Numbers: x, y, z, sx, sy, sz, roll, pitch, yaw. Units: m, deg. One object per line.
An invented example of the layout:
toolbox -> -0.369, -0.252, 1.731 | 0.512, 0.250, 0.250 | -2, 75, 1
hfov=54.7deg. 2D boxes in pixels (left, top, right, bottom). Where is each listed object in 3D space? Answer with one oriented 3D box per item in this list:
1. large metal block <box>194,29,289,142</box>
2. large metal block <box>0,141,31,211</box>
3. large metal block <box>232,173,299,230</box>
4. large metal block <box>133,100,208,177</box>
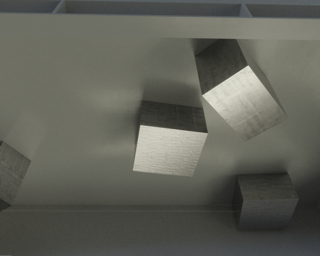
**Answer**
large metal block -> 0.085, -0.046, 0.335 | 0.050, 0.080, 0.080 | -33, 123, 24
large metal block -> -0.241, 0.077, 0.435 | 0.080, 0.080, 0.050 | -27, 125, 21
large metal block -> 0.164, 0.118, 0.496 | 0.081, 0.050, 0.079 | -2, 130, 1
large metal block -> 0.010, 0.015, 0.406 | 0.081, 0.050, 0.079 | 7, 130, -7
